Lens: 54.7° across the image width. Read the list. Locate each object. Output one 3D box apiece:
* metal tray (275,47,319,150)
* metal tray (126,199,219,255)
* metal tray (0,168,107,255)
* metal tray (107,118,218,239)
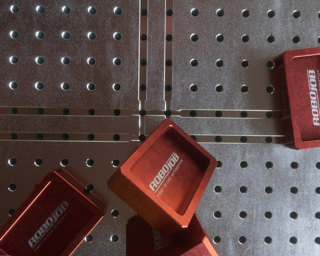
[{"bbox_3d":[0.210,-0.041,0.413,0.091,0.030,0.129,-7,90,-1],"label":"metal tray"},{"bbox_3d":[0.007,0.129,0.359,0.090,0.130,0.030,-31,102,0],"label":"metal tray"},{"bbox_3d":[-0.146,0.130,0.408,0.090,0.030,0.130,40,90,-1],"label":"metal tray"},{"bbox_3d":[0.010,0.051,0.363,0.090,0.131,0.030,41,126,1],"label":"metal tray"}]
